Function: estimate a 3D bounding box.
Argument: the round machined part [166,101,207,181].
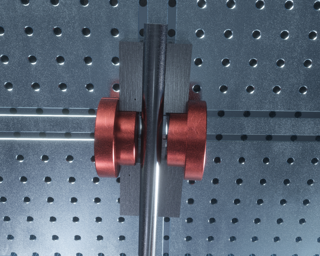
[{"bbox_3d":[0.031,0.014,0.380,0.042,0.098,0.097,3,110,4],"label":"round machined part"}]

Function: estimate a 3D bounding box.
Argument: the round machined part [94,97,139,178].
[{"bbox_3d":[-0.049,0.011,0.377,0.042,0.098,0.097,2,110,-1],"label":"round machined part"}]

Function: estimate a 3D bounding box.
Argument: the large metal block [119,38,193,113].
[{"bbox_3d":[-0.006,-0.065,0.376,0.081,0.050,0.079,2,110,-1],"label":"large metal block"}]

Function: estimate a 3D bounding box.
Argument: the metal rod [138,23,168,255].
[{"bbox_3d":[-0.011,0.032,0.371,0.025,0.025,0.298,2,110,-1],"label":"metal rod"}]

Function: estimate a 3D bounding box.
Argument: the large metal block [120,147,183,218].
[{"bbox_3d":[-0.012,0.073,0.426,0.081,0.050,0.079,3,110,-1],"label":"large metal block"}]
